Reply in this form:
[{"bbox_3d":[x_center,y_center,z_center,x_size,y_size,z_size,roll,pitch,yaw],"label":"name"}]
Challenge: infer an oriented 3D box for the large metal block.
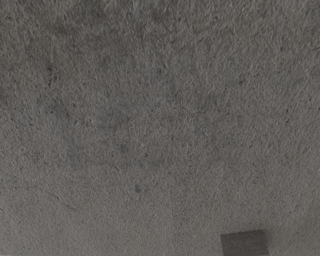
[{"bbox_3d":[0.166,0.246,0.601,0.080,0.050,0.080,-11,130,9],"label":"large metal block"}]
